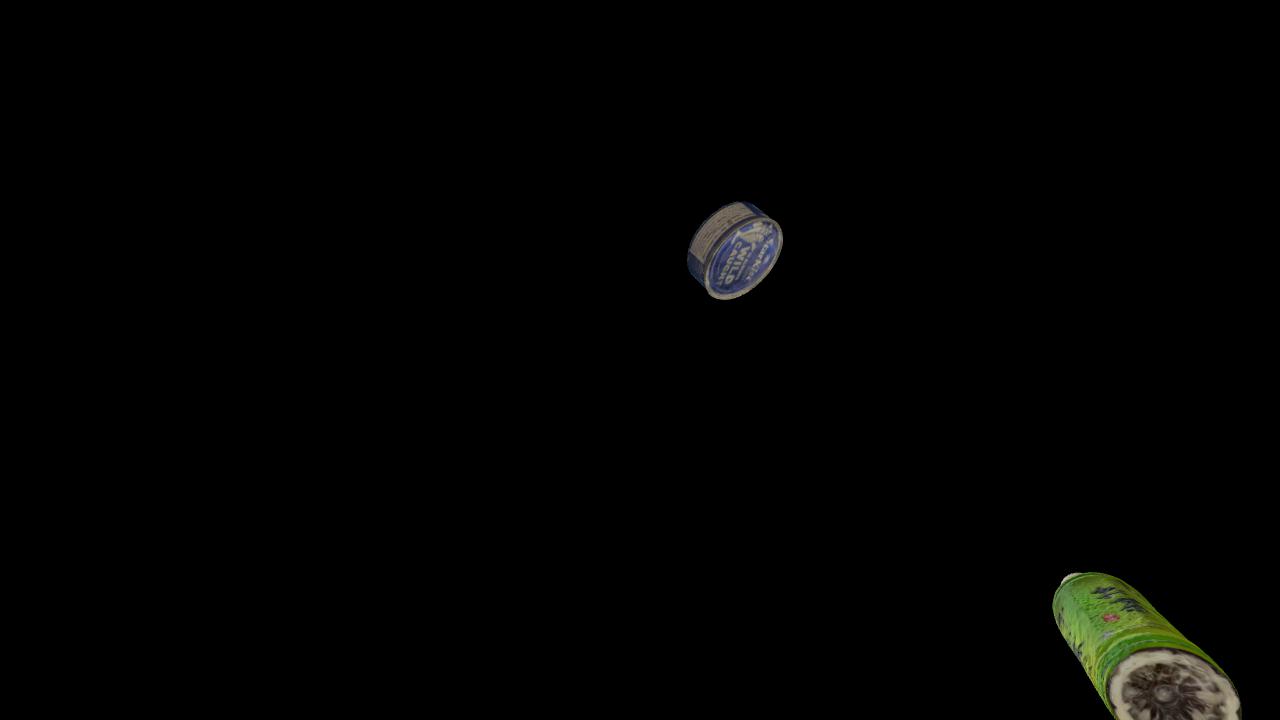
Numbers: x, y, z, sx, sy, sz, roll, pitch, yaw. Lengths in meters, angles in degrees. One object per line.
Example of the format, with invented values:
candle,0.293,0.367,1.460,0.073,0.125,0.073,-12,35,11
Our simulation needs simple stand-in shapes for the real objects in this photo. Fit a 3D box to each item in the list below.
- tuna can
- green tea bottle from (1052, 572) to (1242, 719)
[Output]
tuna can,0.084,-0.097,0.547,0.084,0.084,0.034,0,40,-41
green tea bottle,0.367,0.212,0.473,0.073,0.073,0.212,0,-2,23
